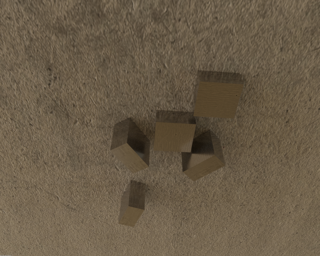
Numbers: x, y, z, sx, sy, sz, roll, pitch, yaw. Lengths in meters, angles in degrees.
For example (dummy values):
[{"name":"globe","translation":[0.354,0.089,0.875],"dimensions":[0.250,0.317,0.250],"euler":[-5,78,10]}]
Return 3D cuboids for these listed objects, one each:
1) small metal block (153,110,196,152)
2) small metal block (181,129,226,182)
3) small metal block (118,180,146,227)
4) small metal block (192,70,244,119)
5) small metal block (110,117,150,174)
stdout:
[{"name":"small metal block","translation":[0.018,0.005,0.411],"dimensions":[0.050,0.025,0.050],"euler":[3,130,-3]},{"name":"small metal block","translation":[0.057,0.037,0.423],"dimensions":[0.050,0.050,0.025],"euler":[-32,123,24]},{"name":"small metal block","translation":[-0.044,0.120,0.493],"dimensions":[0.025,0.050,0.050],"euler":[17,128,-14]},{"name":"small metal block","translation":[0.068,-0.040,0.374],"dimensions":[0.050,0.025,0.050],"euler":[3,130,-3]},{"name":"small metal block","translation":[-0.038,0.023,0.410],"dimensions":[0.025,0.050,0.050],"euler":[-25,126,19]}]
